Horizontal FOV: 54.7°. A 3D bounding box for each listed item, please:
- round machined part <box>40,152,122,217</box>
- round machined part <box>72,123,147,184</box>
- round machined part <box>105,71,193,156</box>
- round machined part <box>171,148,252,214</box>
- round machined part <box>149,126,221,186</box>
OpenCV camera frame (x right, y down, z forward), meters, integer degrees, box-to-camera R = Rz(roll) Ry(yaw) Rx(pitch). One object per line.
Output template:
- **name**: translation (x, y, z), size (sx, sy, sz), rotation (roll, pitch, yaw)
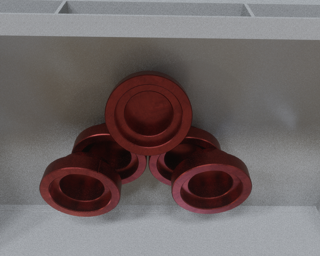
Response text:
- **round machined part**: translation (-0.098, 0.069, 0.399), size (0.099, 0.042, 0.097), rotation (0, 130, 0)
- **round machined part**: translation (-0.067, 0.031, 0.422), size (0.099, 0.042, 0.097), rotation (0, 130, 0)
- **round machined part**: translation (-0.013, -0.020, 0.366), size (0.099, 0.042, 0.097), rotation (-1, 112, -1)
- **round machined part**: translation (0.063, 0.064, 0.397), size (0.099, 0.042, 0.097), rotation (0, 130, 0)
- **round machined part**: translation (0.034, 0.035, 0.426), size (0.099, 0.042, 0.097), rotation (0, 130, 0)
